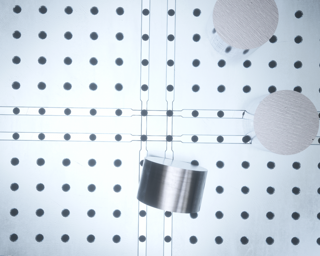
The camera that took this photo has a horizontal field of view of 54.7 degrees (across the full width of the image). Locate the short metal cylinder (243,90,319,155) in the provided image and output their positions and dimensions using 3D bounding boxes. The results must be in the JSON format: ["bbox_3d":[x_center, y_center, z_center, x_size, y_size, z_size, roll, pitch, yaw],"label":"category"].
[{"bbox_3d":[0.154,-0.007,0.402,0.081,0.050,0.079,0,90,0],"label":"short metal cylinder"}]

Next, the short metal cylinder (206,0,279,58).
[{"bbox_3d":[0.104,-0.136,0.401,0.081,0.050,0.079,0,90,0],"label":"short metal cylinder"}]

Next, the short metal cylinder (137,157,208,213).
[{"bbox_3d":[0.015,0.069,0.386,0.080,0.080,0.050,11,90,0],"label":"short metal cylinder"}]
